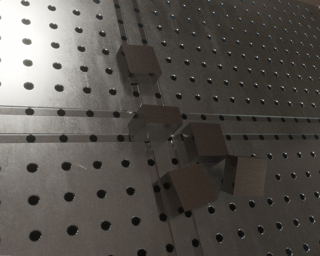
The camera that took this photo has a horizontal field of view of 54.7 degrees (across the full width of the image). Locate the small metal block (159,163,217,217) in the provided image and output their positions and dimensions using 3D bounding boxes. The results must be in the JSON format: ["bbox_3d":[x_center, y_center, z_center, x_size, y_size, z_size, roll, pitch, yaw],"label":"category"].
[{"bbox_3d":[0.035,0.076,0.382,0.050,0.025,0.050,-10,67,-33],"label":"small metal block"}]

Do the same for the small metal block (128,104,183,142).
[{"bbox_3d":[-0.007,-0.005,0.393,0.050,0.050,0.025,2,61,-28],"label":"small metal block"}]

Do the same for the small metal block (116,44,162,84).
[{"bbox_3d":[-0.031,-0.092,0.450,0.050,0.025,0.050,-4,64,-31],"label":"small metal block"}]

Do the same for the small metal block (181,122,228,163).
[{"bbox_3d":[0.063,0.021,0.431,0.050,0.025,0.050,3,61,-27],"label":"small metal block"}]

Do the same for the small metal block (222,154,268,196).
[{"bbox_3d":[0.114,0.064,0.419,0.050,0.025,0.050,7,90,-25],"label":"small metal block"}]
